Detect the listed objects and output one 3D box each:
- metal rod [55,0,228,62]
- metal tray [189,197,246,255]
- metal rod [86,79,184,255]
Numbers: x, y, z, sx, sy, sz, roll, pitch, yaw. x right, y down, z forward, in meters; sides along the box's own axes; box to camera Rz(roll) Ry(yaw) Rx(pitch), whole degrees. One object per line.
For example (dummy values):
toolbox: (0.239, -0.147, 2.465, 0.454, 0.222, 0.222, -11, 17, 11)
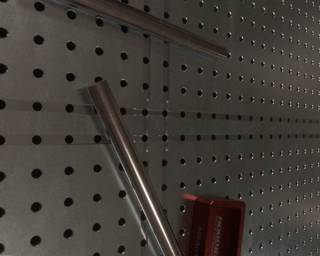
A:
metal rod: (-0.017, -0.133, 0.396, 0.302, 0.025, 0.025, 8, 85, -40)
metal tray: (0.090, 0.177, 0.484, 0.091, 0.030, 0.129, 13, 82, -40)
metal rod: (-0.019, 0.081, 0.394, 0.025, 0.025, 0.298, -35, 112, -35)
